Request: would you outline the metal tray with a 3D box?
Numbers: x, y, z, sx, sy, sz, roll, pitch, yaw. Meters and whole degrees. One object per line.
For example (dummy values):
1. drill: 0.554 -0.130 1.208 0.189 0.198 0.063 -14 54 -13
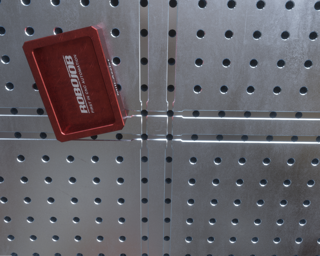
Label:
1. metal tray: -0.102 -0.053 0.390 0.090 0.030 0.129 -12 110 4
